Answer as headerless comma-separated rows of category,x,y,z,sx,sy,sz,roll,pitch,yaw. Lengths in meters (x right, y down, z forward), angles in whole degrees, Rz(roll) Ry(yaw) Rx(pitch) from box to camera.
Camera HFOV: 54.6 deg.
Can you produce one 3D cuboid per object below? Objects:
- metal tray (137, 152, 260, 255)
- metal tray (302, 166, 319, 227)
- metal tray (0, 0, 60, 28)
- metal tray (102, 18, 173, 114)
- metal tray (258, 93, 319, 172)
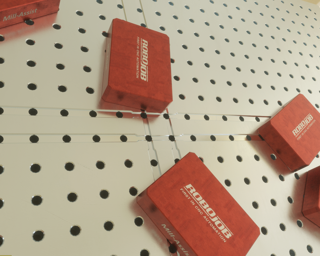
metal tray,0.047,0.103,0.367,0.130,0.030,0.091,50,51,7
metal tray,0.286,0.128,0.479,0.130,0.030,0.090,35,51,-5
metal tray,-0.208,-0.179,0.401,0.090,0.030,0.131,48,51,6
metal tray,-0.031,-0.090,0.443,0.091,0.030,0.130,12,57,-22
metal tray,0.234,0.004,0.528,0.131,0.030,0.090,-32,80,-38
